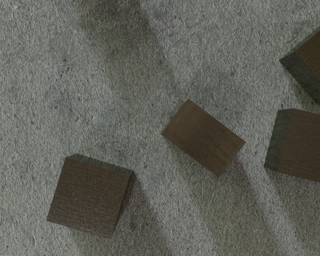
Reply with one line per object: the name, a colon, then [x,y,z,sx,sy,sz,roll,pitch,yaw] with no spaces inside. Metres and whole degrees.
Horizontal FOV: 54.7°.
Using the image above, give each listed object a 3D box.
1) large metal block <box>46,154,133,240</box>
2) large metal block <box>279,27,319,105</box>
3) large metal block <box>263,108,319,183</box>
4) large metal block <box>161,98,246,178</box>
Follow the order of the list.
large metal block: [-0.086,0.084,0.397,0.080,0.050,0.080,17,90,0]
large metal block: [0.219,-0.088,0.399,0.080,0.050,0.080,-40,90,0]
large metal block: [0.190,0.024,0.399,0.080,0.050,0.080,14,90,0]
large metal block: [0.048,0.011,0.383,0.080,0.080,0.050,37,90,0]
